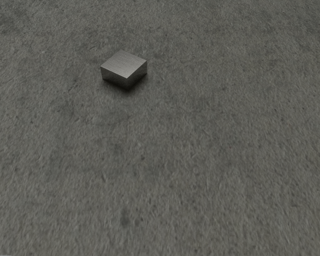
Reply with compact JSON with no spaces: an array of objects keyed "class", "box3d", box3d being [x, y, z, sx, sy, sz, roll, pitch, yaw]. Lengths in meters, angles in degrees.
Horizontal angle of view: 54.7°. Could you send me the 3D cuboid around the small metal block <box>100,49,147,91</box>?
[{"class":"small metal block","box3d":[-0.055,-0.090,0.478,0.050,0.025,0.050,27,55,20]}]
